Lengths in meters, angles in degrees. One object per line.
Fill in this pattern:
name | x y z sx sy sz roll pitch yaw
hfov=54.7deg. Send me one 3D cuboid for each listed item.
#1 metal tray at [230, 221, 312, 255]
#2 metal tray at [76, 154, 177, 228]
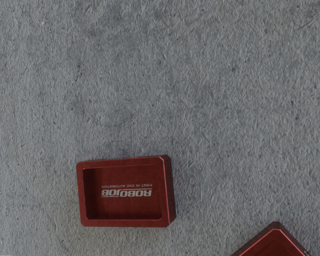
metal tray | 0.147 0.186 0.354 0.090 0.030 0.130 -46 76 14
metal tray | -0.048 0.086 0.422 0.130 0.030 0.089 -6 88 19
